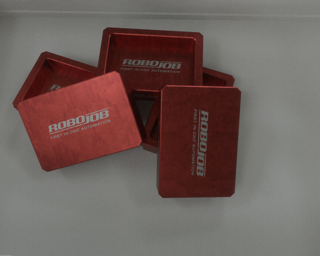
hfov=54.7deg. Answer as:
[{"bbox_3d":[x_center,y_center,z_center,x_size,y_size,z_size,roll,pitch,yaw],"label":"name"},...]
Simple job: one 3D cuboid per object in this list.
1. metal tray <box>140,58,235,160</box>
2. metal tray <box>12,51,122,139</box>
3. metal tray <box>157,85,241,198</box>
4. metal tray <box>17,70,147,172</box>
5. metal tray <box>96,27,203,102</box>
[{"bbox_3d":[0.038,-0.021,0.413,0.090,0.030,0.130,18,71,6],"label":"metal tray"},{"bbox_3d":[-0.115,-0.043,0.418,0.131,0.030,0.090,19,71,6],"label":"metal tray"},{"bbox_3d":[0.044,0.015,0.366,0.091,0.030,0.129,1,98,-6],"label":"metal tray"},{"bbox_3d":[-0.092,-0.008,0.371,0.130,0.030,0.089,-16,100,10],"label":"metal tray"},{"bbox_3d":[-0.011,-0.082,0.403,0.131,0.030,0.090,3,70,1],"label":"metal tray"}]
